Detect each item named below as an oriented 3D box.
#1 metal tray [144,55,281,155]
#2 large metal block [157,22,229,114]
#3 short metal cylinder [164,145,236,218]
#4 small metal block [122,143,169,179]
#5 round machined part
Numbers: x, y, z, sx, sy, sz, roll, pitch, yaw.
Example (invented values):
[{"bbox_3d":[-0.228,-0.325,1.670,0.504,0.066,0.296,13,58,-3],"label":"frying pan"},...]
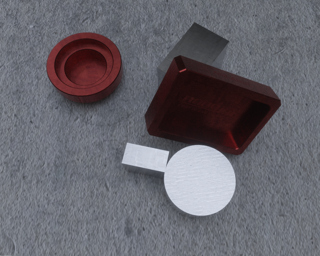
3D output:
[{"bbox_3d":[0.059,-0.020,0.356,0.131,0.089,0.030,14,36,-22],"label":"metal tray"},{"bbox_3d":[0.041,-0.074,0.406,0.050,0.080,0.080,33,73,12],"label":"large metal block"},{"bbox_3d":[0.045,0.066,0.371,0.081,0.050,0.080,0,70,-1],"label":"short metal cylinder"},{"bbox_3d":[-0.016,0.042,0.379,0.050,0.050,0.025,11,72,4],"label":"small metal block"},{"bbox_3d":[-0.100,-0.078,0.427,0.099,0.042,0.098,0,70,-1],"label":"round machined part"}]
